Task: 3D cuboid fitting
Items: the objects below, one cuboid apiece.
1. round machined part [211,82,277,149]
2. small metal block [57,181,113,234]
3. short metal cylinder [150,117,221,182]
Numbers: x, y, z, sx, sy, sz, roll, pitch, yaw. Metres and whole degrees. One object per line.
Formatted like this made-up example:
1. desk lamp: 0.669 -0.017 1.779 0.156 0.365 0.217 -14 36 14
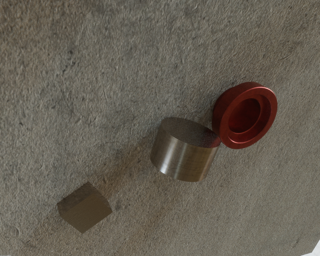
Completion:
1. round machined part: 0.116 -0.021 0.446 0.099 0.042 0.097 -14 124 -21
2. small metal block: -0.101 0.108 0.419 0.050 0.025 0.050 -35 129 -5
3. short metal cylinder: 0.032 0.026 0.405 0.081 0.080 0.050 4 116 -31
